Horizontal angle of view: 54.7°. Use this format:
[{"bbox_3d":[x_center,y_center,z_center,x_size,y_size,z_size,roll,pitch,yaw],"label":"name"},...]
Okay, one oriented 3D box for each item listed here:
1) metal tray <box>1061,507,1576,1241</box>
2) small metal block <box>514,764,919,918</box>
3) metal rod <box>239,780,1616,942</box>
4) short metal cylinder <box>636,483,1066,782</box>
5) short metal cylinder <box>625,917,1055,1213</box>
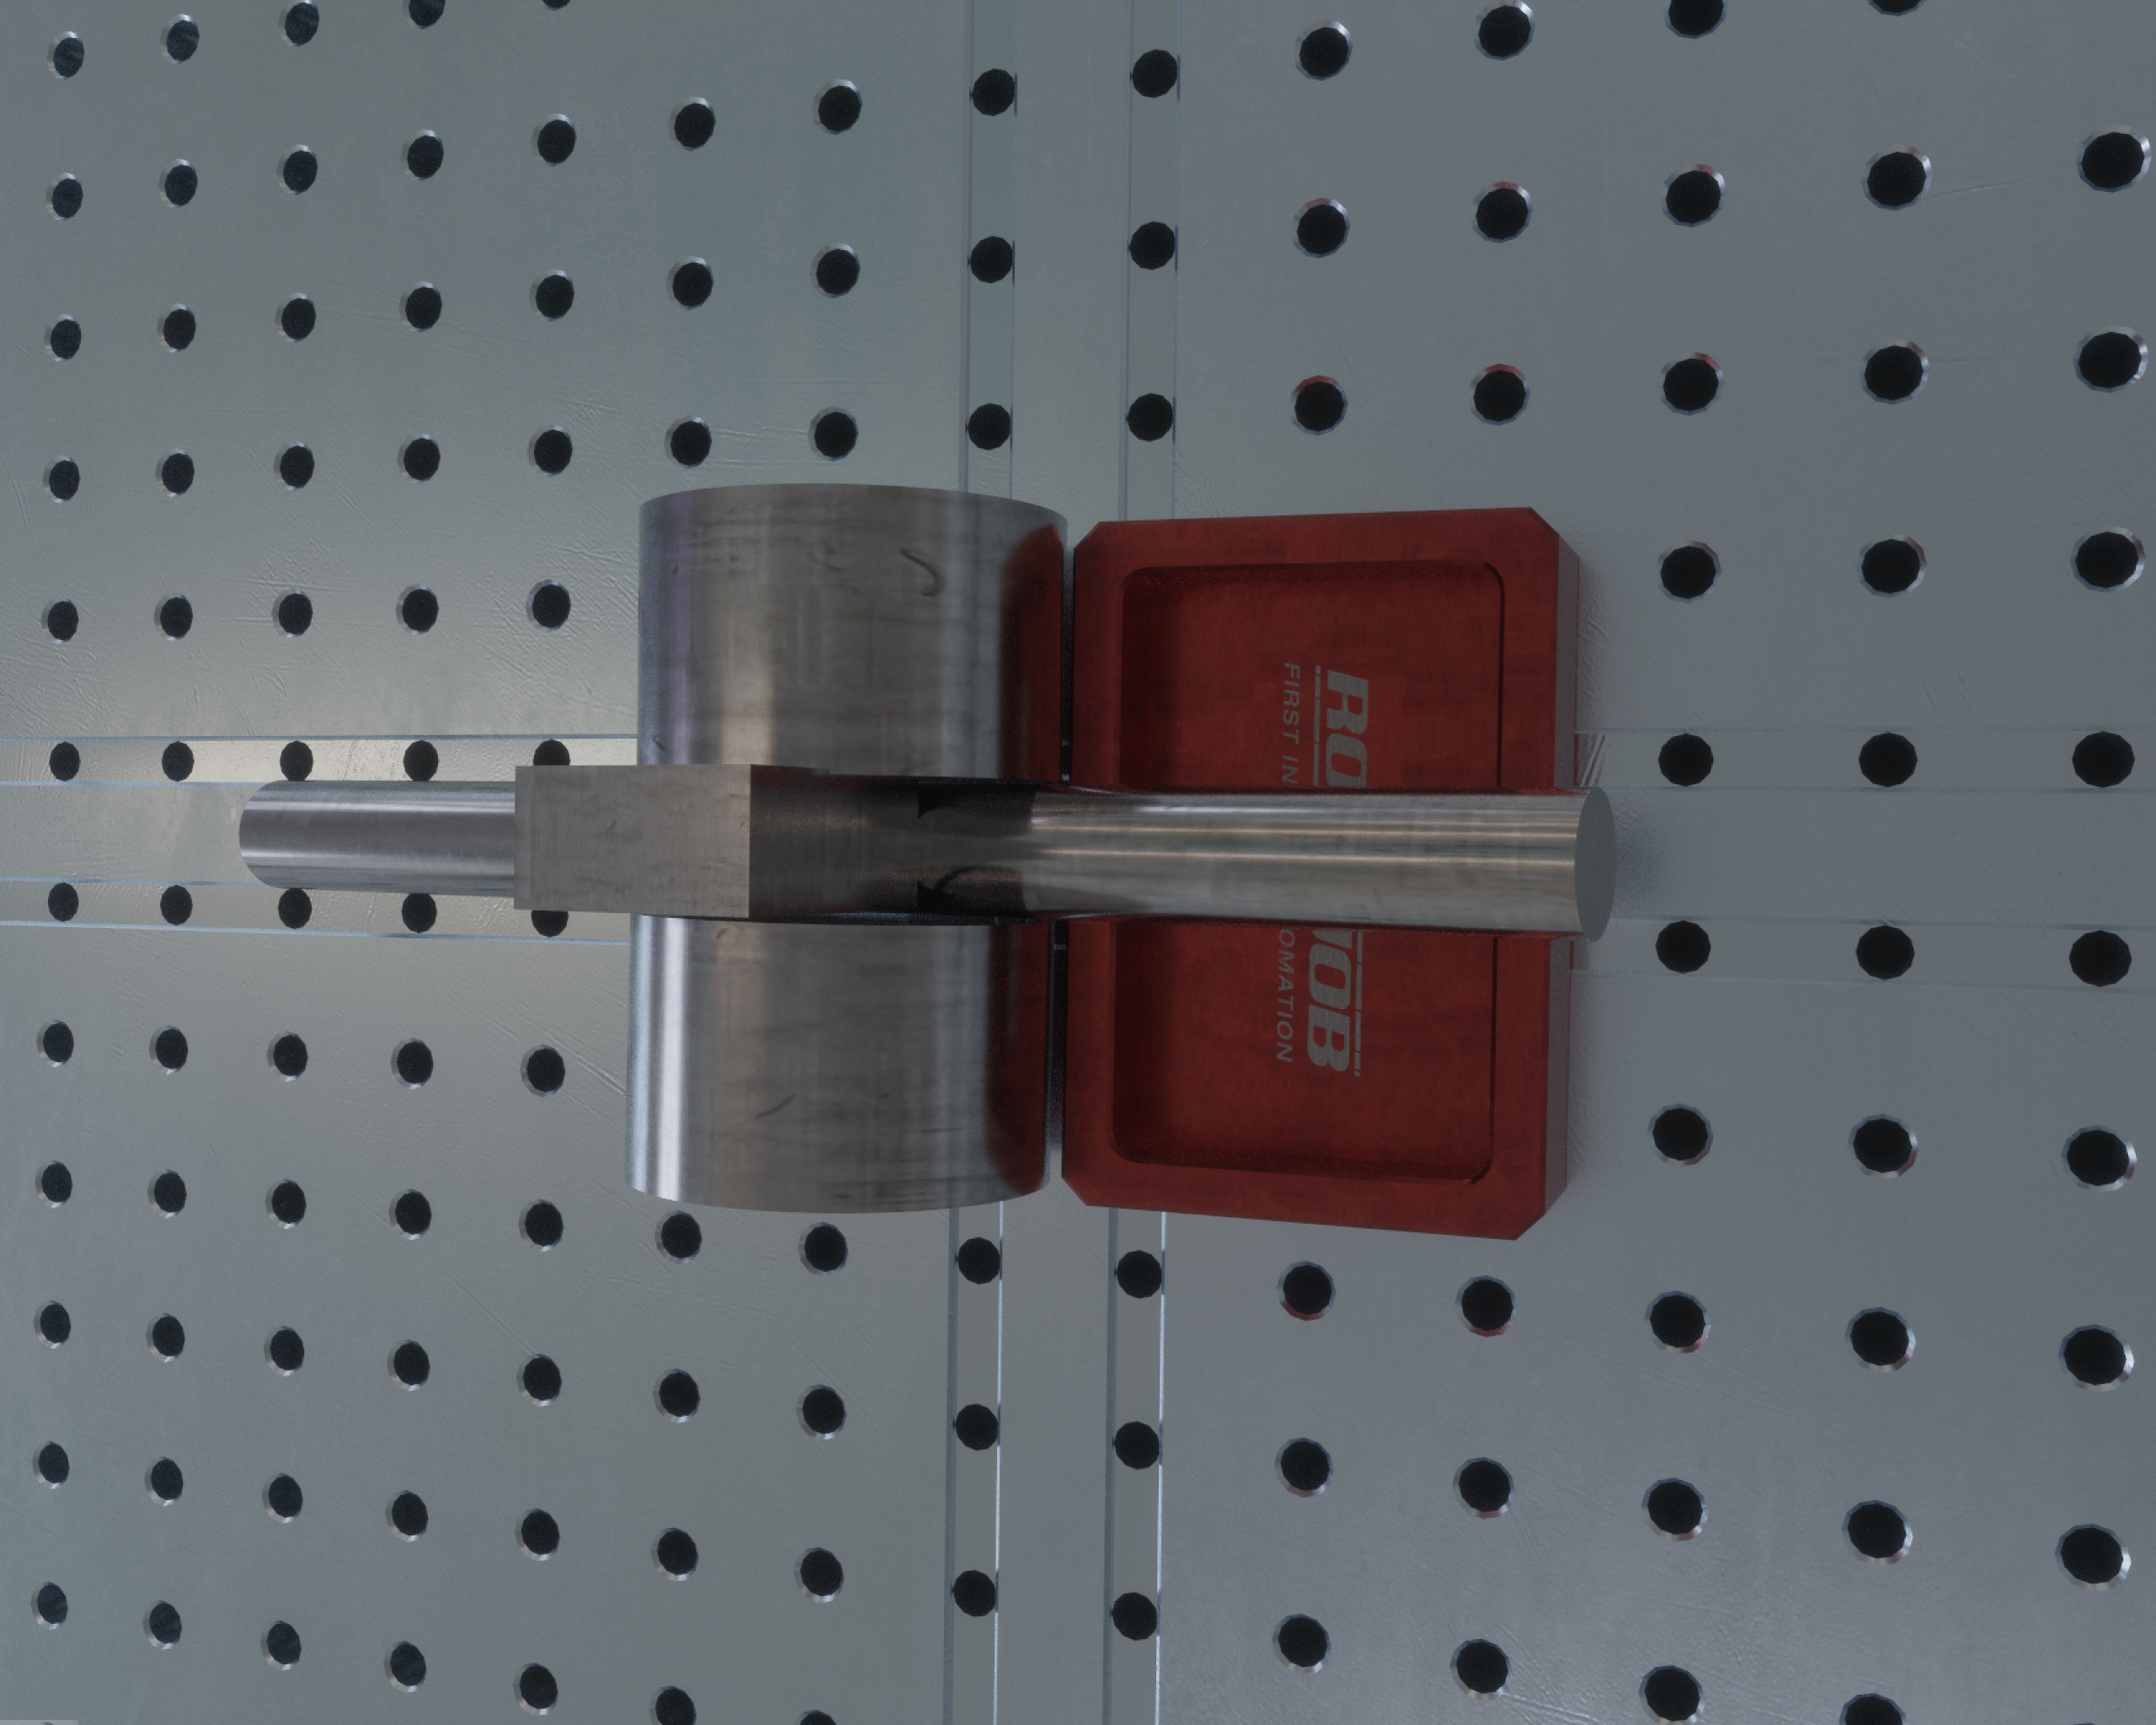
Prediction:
[{"bbox_3d":[0.045,0.001,0.394,0.090,0.030,0.129,1,90,19],"label":"metal tray"},{"bbox_3d":[-0.063,-0.004,0.371,0.050,0.050,0.025,1,91,28],"label":"small metal block"},{"bbox_3d":[-0.049,-0.003,0.405,0.300,0.025,0.025,1,91,28],"label":"metal rod"},{"bbox_3d":[-0.043,-0.040,0.397,0.080,0.080,0.050,1,91,20],"label":"short metal cylinder"},{"bbox_3d":[-0.045,0.035,0.399,0.080,0.080,0.050,2,91,20],"label":"short metal cylinder"}]
